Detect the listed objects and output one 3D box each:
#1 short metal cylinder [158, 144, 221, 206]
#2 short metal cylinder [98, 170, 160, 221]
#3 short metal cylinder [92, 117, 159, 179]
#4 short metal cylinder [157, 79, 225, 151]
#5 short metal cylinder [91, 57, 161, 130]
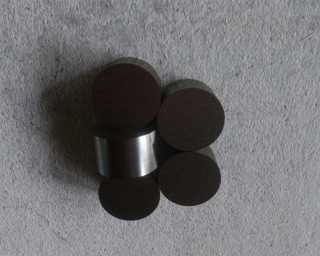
[{"bbox_3d":[0.038,0.057,0.418,0.080,0.050,0.079,0,111,1],"label":"short metal cylinder"},{"bbox_3d":[-0.040,0.079,0.426,0.080,0.050,0.079,0,110,1],"label":"short metal cylinder"},{"bbox_3d":[-0.042,0.022,0.389,0.080,0.080,0.050,-3,110,1],"label":"short metal cylinder"},{"bbox_3d":[0.037,-0.018,0.391,0.081,0.050,0.079,0,111,0],"label":"short metal cylinder"},{"bbox_3d":[-0.039,-0.044,0.381,0.080,0.050,0.079,0,110,1],"label":"short metal cylinder"}]
